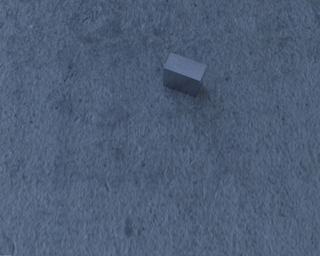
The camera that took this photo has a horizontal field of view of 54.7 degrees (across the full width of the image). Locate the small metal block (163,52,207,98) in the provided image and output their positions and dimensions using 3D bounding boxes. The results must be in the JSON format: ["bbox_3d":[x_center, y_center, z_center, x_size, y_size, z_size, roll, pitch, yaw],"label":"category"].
[{"bbox_3d":[0.032,-0.071,0.421,0.050,0.050,0.025,21,72,7],"label":"small metal block"}]
